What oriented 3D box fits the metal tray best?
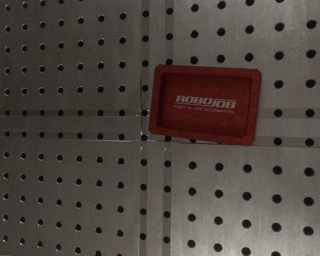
[{"bbox_3d":[0.055,-0.030,0.389,0.130,0.030,0.089,7,92,19],"label":"metal tray"}]
